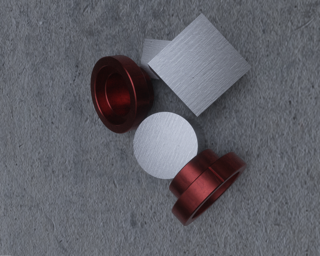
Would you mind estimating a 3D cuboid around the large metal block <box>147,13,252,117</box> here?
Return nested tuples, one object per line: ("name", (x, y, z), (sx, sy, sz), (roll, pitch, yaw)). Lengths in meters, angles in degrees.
("large metal block", (0.044, -0.070, 0.362), (0.080, 0.050, 0.080), (-43, 92, 3))

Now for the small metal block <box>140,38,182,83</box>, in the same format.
("small metal block", (0.004, -0.087, 0.407), (0.050, 0.025, 0.050), (11, 94, 19))

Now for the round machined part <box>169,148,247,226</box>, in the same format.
("round machined part", (0.049, 0.062, 0.353), (0.042, 0.098, 0.098), (45, 104, 21))

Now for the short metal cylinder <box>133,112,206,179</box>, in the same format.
("short metal cylinder", (0.014, 0.021, 0.390), (0.080, 0.050, 0.079), (0, 90, 19))

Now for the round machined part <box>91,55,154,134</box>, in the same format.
("round machined part", (-0.045, -0.045, 0.400), (0.098, 0.042, 0.097), (20, 118, 43))
